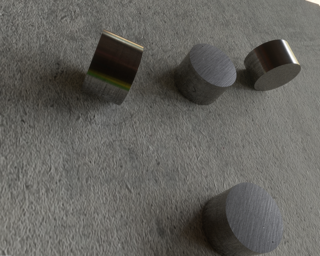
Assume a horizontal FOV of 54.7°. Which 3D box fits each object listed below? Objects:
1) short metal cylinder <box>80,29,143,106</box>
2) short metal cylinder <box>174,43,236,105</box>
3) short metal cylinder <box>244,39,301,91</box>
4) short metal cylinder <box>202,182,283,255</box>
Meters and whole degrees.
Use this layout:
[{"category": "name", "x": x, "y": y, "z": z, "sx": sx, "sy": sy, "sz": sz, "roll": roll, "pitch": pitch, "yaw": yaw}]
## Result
[{"category": "short metal cylinder", "x": -0.060, "y": -0.074, "z": 0.381, "sx": 0.050, "sy": 0.080, "sz": 0.080, "roll": 21, "pitch": 54, "yaw": -16}, {"category": "short metal cylinder", "x": 0.069, "y": -0.082, "z": 0.474, "sx": 0.081, "sy": 0.050, "sz": 0.080, "roll": 14, "pitch": 56, "yaw": -21}, {"category": "short metal cylinder", "x": 0.193, "y": -0.107, "z": 0.538, "sx": 0.081, "sy": 0.080, "sz": 0.050, "roll": -2, "pitch": 63, "yaw": -29}, {"category": "short metal cylinder", "x": 0.098, "y": 0.112, "z": 0.372, "sx": 0.081, "sy": 0.050, "sz": 0.080, "roll": 14, "pitch": 56, "yaw": -21}]
